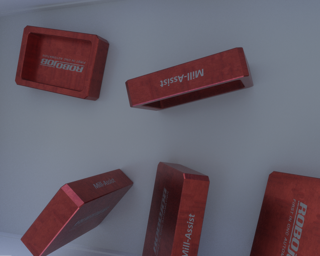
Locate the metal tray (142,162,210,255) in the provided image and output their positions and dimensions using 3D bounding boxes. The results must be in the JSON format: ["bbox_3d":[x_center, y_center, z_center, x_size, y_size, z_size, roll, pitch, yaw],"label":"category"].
[{"bbox_3d":[0.015,0.111,0.365,0.030,0.090,0.129,10,89,-19],"label":"metal tray"}]

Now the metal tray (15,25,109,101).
[{"bbox_3d":[-0.146,-0.096,0.457,0.130,0.030,0.089,13,94,19],"label":"metal tray"}]

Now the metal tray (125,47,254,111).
[{"bbox_3d":[0.038,-0.051,0.362,0.130,0.090,0.030,-13,86,19],"label":"metal tray"}]

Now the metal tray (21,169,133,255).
[{"bbox_3d":[-0.095,0.101,0.387,0.030,0.130,0.090,43,103,15],"label":"metal tray"}]

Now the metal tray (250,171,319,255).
[{"bbox_3d":[0.143,0.115,0.314,0.090,0.030,0.130,1,72,58],"label":"metal tray"}]
